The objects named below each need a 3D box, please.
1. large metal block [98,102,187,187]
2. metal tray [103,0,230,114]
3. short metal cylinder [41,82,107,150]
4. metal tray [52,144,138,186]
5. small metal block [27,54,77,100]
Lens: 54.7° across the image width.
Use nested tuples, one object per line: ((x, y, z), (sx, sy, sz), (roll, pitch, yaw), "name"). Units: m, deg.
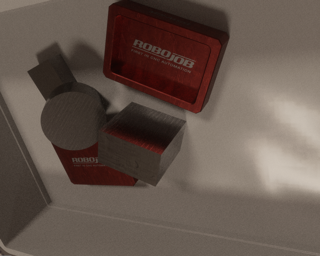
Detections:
((-0.022, 0.017, 0.394), (0.080, 0.080, 0.050), (21, 126, 15), "large metal block")
((0.001, -0.081, 0.353), (0.130, 0.030, 0.089), (23, 127, 13), "metal tray")
((-0.114, -0.017, 0.415), (0.081, 0.050, 0.079), (-5, 113, -12), "short metal cylinder")
((-0.099, 0.045, 0.483), (0.130, 0.030, 0.090), (-5, 116, 30), "metal tray")
((-0.153, -0.071, 0.443), (0.050, 0.025, 0.050), (-16, 110, 34), "small metal block")
